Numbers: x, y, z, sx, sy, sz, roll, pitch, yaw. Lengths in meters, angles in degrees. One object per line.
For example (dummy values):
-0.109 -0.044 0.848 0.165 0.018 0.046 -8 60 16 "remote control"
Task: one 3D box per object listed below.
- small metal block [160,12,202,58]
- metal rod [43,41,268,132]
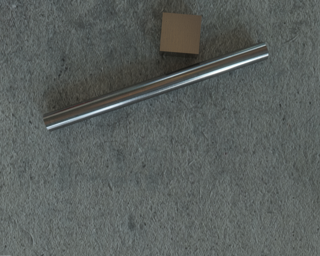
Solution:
0.027 -0.122 0.410 0.050 0.025 0.050 5 90 -1 "small metal block"
-0.005 -0.055 0.409 0.302 0.025 0.025 -19 90 -1 "metal rod"
